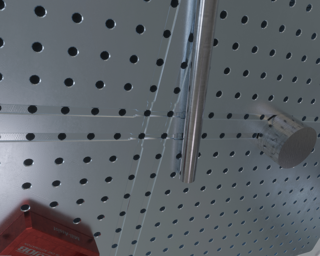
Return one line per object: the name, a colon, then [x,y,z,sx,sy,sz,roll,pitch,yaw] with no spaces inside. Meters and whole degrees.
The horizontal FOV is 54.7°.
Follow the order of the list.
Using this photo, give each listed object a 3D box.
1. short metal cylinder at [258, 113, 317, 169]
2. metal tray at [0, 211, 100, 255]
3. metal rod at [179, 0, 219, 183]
short metal cylinder: [0.215,0.022,0.526,0.081,0.050,0.079,-14,124,-21]
metal tray: [-0.161,0.177,0.429,0.090,0.030,0.130,-44,129,2]
metal rod: [0.049,-0.050,0.406,0.025,0.025,0.298,-11,123,-23]
